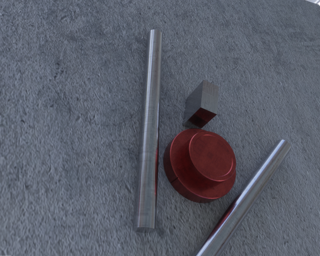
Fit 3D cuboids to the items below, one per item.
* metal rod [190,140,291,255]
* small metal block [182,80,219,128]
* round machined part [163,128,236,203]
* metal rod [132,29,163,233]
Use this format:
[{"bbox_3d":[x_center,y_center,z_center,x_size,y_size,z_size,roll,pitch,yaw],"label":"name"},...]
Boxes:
[{"bbox_3d":[0.102,0.101,0.396,0.025,0.025,0.302,48,51,5],"label":"metal rod"},{"bbox_3d":[0.057,-0.031,0.437,0.025,0.050,0.050,22,54,-15],"label":"small metal block"},{"bbox_3d":[0.057,0.043,0.398,0.099,0.042,0.098,14,56,-21],"label":"round machined part"},{"bbox_3d":[-0.012,-0.019,0.408,0.025,0.025,0.300,15,56,-20],"label":"metal rod"}]
